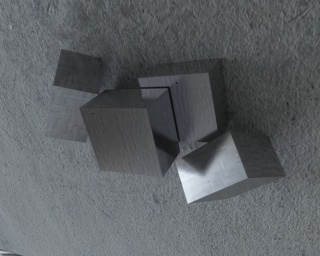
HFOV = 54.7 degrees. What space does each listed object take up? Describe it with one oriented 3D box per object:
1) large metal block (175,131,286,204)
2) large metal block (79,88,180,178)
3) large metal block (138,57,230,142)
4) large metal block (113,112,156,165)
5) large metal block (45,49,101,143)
[{"bbox_3d":[0.079,0.046,0.350,0.080,0.081,0.050,-35,61,38],"label":"large metal block"},{"bbox_3d":[-0.030,0.003,0.341,0.080,0.050,0.079,2,120,27],"label":"large metal block"},{"bbox_3d":[0.031,-0.031,0.356,0.080,0.050,0.080,0,119,27],"label":"large metal block"},{"bbox_3d":[-0.032,0.005,0.408,0.080,0.050,0.080,0,119,27],"label":"large metal block"},{"bbox_3d":[-0.110,-0.041,0.395,0.050,0.080,0.079,10,130,-18],"label":"large metal block"}]
